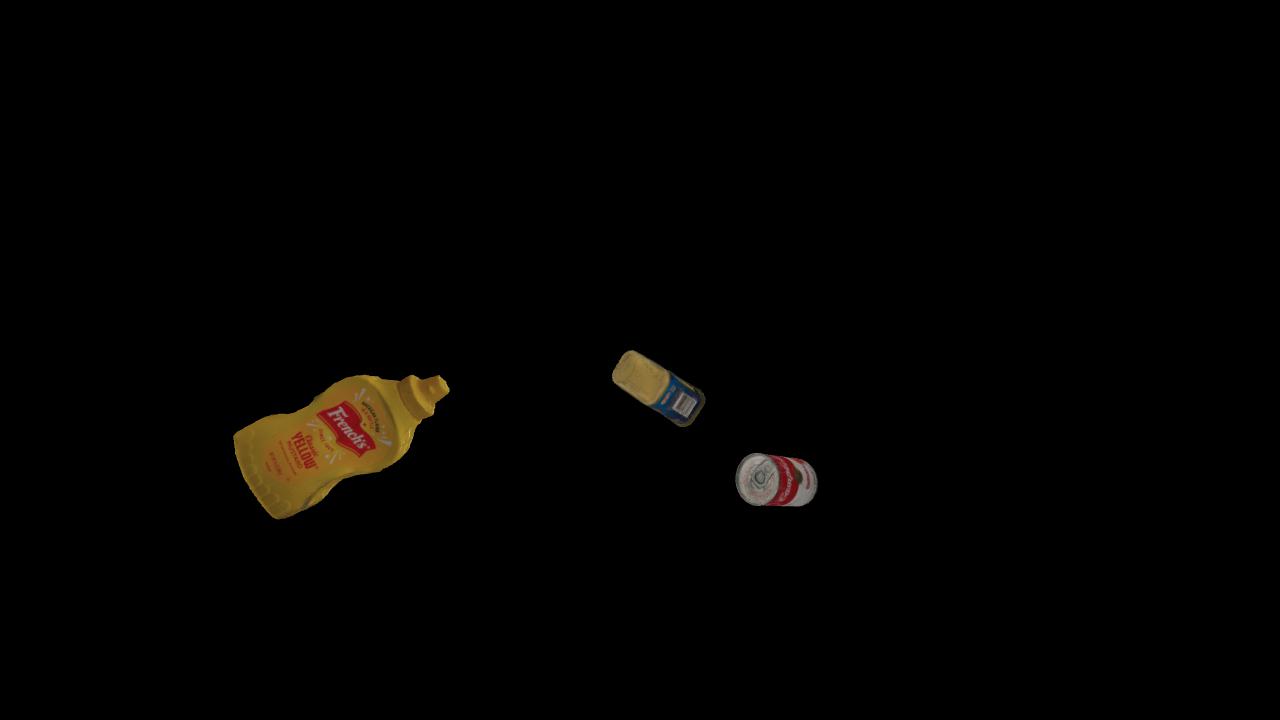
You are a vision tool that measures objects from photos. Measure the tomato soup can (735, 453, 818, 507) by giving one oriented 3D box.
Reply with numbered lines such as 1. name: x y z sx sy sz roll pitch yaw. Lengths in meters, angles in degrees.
1. tomato soup can: 0.184 0.162 0.821 0.068 0.068 0.101 0 -11 45

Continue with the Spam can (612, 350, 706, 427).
1. Spam can: 0.023 0.037 0.826 0.101 0.058 0.085 32 -2 44

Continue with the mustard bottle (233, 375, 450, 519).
1. mustard bottle: -0.259 0.062 0.557 0.184 0.092 0.054 -27 -7 -4
